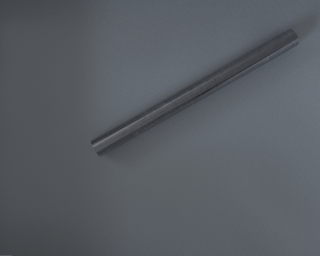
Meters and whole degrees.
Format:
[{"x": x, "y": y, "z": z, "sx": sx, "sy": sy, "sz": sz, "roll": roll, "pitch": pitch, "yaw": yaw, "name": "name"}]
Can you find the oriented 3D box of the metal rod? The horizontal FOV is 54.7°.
[{"x": 0.046, "y": -0.047, "z": 0.411, "sx": 0.301, "sy": 0.025, "sz": 0.025, "roll": -30, "pitch": 90, "yaw": -1, "name": "metal rod"}]
